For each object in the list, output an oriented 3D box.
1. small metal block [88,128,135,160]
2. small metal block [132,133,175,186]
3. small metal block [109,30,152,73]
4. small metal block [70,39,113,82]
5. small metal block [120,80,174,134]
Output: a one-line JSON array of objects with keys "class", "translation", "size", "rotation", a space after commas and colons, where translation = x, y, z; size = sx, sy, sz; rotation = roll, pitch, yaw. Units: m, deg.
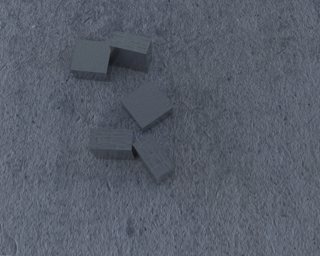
[{"class": "small metal block", "translation": [-0.057, 0.021, 0.386], "size": [0.050, 0.050, 0.025], "rotation": [2, 70, 1]}, {"class": "small metal block", "translation": [-0.008, 0.040, 0.380], "size": [0.025, 0.050, 0.050], "rotation": [-33, 74, -11]}, {"class": "small metal block", "translation": [-0.039, -0.105, 0.433], "size": [0.050, 0.050, 0.025], "rotation": [14, 71, 5]}, {"class": "small metal block", "translation": [-0.095, -0.096, 0.442], "size": [0.050, 0.025, 0.050], "rotation": [6, 70, 2]}, {"class": "small metal block", "translation": [-0.017, -0.028, 0.418], "size": [0.050, 0.025, 0.050], "rotation": [-35, 74, -12]}]
